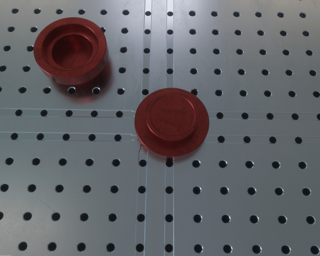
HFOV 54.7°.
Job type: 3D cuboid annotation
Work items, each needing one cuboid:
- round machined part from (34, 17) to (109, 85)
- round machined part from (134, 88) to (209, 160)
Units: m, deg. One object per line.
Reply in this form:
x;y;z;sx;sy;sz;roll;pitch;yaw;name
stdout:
-0.122;-0.104;0.440;0.099;0.042;0.098;0;70;0;round machined part
0.016;-0.010;0.406;0.099;0.042;0.098;0;70;0;round machined part
